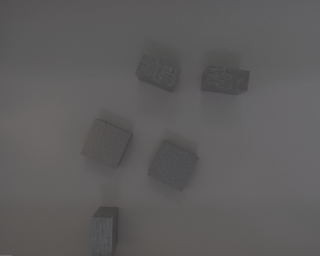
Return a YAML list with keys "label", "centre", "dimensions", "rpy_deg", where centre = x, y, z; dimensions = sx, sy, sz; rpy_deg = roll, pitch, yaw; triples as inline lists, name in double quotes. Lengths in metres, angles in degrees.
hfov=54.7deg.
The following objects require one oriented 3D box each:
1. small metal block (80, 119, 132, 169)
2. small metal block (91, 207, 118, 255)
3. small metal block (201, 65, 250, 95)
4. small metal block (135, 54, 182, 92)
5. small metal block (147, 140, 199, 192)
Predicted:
- label: "small metal block"
  centre: [-0.070, 0.021, 0.411]
  dimensions: [0.050, 0.025, 0.050]
  rpy_deg: [24, 90, 0]
- label: "small metal block"
  centre: [-0.070, 0.133, 0.398]
  dimensions: [0.025, 0.050, 0.050]
  rpy_deg: [1, 90, 0]
- label: "small metal block"
  centre: [0.082, -0.060, 0.399]
  dimensions: [0.050, 0.050, 0.025]
  rpy_deg: [8, 90, 0]
- label: "small metal block"
  centre: [-0.002, -0.069, 0.399]
  dimensions: [0.050, 0.050, 0.025]
  rpy_deg: [22, 90, 0]
- label: "small metal block"
  centre: [0.017, 0.049, 0.411]
  dimensions: [0.050, 0.025, 0.050]
  rpy_deg: [27, 90, 0]
